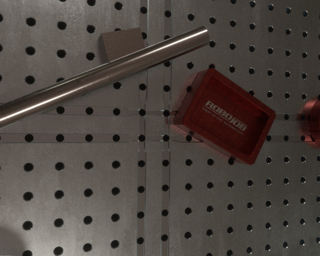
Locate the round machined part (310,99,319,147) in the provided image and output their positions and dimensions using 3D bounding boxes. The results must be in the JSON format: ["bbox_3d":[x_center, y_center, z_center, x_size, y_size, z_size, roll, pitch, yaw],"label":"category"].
[{"bbox_3d":[0.305,-0.009,0.519,0.099,0.042,0.097,0,90,-21],"label":"round machined part"}]

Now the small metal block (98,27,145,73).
[{"bbox_3d":[-0.046,-0.097,0.396,0.050,0.025,0.050,-16,96,-20],"label":"small metal block"}]

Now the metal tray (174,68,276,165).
[{"bbox_3d":[0.096,-0.015,0.446,0.131,0.030,0.090,31,80,-18],"label":"metal tray"}]

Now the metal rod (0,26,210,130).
[{"bbox_3d":[-0.079,-0.055,0.361,0.302,0.025,0.025,-24,99,-10],"label":"metal rod"}]
